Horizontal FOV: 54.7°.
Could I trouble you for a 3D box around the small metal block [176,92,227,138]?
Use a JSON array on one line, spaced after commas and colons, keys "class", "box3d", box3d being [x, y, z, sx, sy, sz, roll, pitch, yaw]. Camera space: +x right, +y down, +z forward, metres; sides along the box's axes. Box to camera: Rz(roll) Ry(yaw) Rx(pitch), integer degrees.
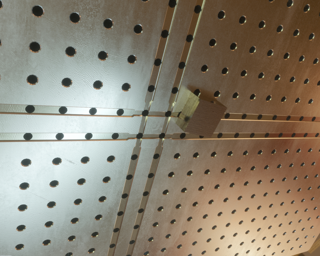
[{"class": "small metal block", "box3d": [0.058, -0.017, 0.434, 0.050, 0.025, 0.050, 13, 112, -34]}]
